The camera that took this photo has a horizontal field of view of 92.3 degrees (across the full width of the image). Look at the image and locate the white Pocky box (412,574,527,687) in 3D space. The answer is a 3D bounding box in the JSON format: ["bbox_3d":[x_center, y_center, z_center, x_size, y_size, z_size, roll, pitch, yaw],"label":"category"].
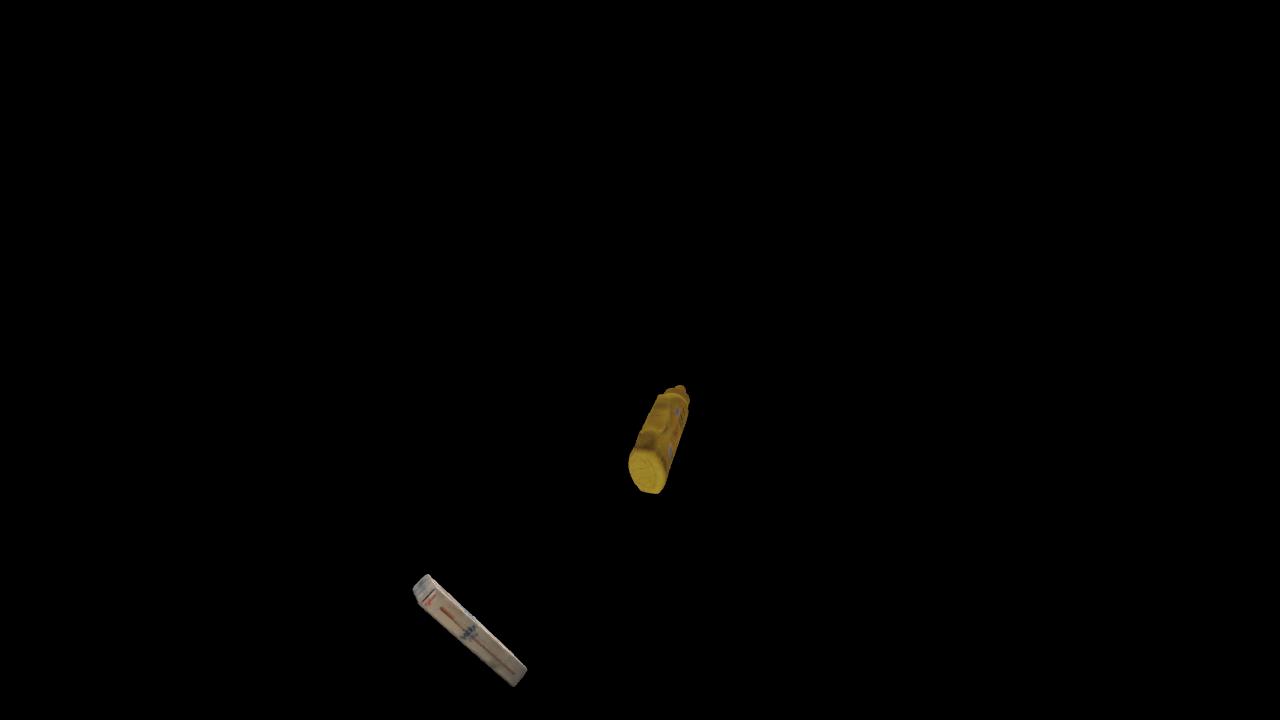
[{"bbox_3d":[-0.206,0.324,0.739,0.028,0.154,0.084,-47,14,-24],"label":"white Pocky box"}]

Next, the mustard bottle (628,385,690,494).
[{"bbox_3d":[0.037,0.100,0.905,0.054,0.092,0.184,1,38,22],"label":"mustard bottle"}]
